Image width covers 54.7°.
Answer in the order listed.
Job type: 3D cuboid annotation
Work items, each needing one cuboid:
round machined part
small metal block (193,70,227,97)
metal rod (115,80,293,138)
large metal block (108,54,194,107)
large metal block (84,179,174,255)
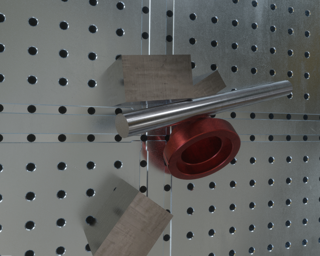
[{"bbox_3d":[0.051,0.022,0.404,0.099,0.042,0.097,-13,139,-11],"label":"round machined part"},{"bbox_3d":[0.052,-0.051,0.418,0.050,0.050,0.025,-35,102,-17],"label":"small metal block"},{"bbox_3d":[0.080,-0.032,0.395,0.302,0.025,0.025,-15,95,-37],"label":"metal rod"},{"bbox_3d":[-0.014,-0.056,0.378,0.081,0.080,0.050,-5,92,-20],"label":"large metal block"},{"bbox_3d":[-0.040,0.114,0.369,0.050,0.080,0.080,40,78,-16],"label":"large metal block"}]
